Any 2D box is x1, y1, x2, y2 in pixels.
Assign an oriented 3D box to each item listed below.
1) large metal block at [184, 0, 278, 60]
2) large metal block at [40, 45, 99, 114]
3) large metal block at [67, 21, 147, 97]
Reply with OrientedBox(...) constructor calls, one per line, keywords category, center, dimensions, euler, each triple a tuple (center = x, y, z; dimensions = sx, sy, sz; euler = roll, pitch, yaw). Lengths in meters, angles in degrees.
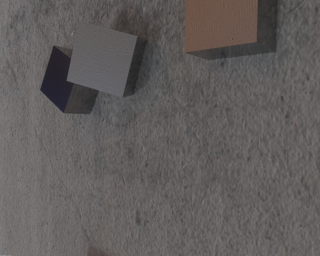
OrientedBox(category="large metal block", center=(0.074, -0.120, 0.326), dimensions=(0.080, 0.050, 0.079), euler=(2, 92, 39))
OrientedBox(category="large metal block", center=(-0.142, -0.077, 0.503), dimensions=(0.080, 0.050, 0.079), euler=(38, 113, 33))
OrientedBox(category="large metal block", center=(-0.071, -0.093, 0.424), dimensions=(0.080, 0.050, 0.079), euler=(17, 102, 8))
